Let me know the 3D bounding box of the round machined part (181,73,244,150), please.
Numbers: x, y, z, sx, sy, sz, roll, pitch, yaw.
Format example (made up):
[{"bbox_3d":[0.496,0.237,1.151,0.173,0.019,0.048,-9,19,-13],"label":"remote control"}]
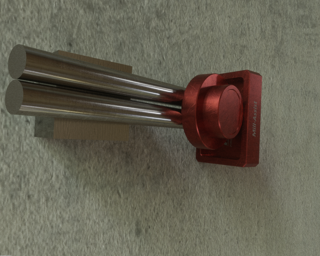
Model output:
[{"bbox_3d":[0.073,-0.021,0.395,0.099,0.042,0.097,-4,96,-51],"label":"round machined part"}]

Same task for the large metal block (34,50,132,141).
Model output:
[{"bbox_3d":[-0.078,-0.028,0.321,0.081,0.050,0.080,4,87,-40],"label":"large metal block"}]

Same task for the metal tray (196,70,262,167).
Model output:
[{"bbox_3d":[0.097,-0.012,0.447,0.030,0.090,0.129,5,87,-40],"label":"metal tray"}]

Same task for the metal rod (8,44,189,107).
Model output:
[{"bbox_3d":[-0.011,-0.041,0.340,0.302,0.025,0.025,4,88,-53],"label":"metal rod"}]

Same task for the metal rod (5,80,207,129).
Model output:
[{"bbox_3d":[-0.012,-0.015,0.339,0.302,0.025,0.025,5,87,-53],"label":"metal rod"}]
